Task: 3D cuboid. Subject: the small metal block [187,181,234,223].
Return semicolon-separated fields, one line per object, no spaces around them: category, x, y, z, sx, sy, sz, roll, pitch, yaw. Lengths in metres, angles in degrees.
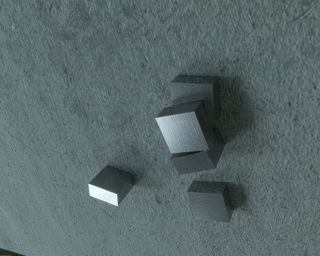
small metal block;0.071;0.102;0.433;0.050;0.025;0.050;-3;117;29

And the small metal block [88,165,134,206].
small metal block;-0.075;0.089;0.485;0.050;0.050;0.025;15;125;19

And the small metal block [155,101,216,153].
small metal block;0.030;0.000;0.359;0.050;0.025;0.050;-9;117;33

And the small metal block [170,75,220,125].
small metal block;0.042;-0.034;0.364;0.050;0.025;0.050;6;121;25

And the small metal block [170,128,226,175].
small metal block;0.048;0.029;0.383;0.050;0.050;0.025;-16;113;34
